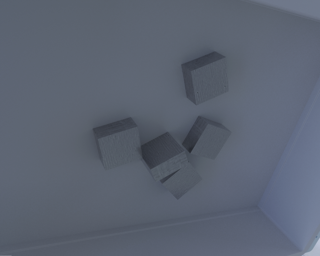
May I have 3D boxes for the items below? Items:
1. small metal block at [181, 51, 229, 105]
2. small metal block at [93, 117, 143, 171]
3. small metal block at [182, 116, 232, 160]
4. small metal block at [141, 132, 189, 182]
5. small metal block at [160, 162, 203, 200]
[{"bbox_3d":[0.059,-0.064,0.401,0.050,0.025,0.050,-24,127,-14],"label":"small metal block"},{"bbox_3d":[-0.053,0.020,0.392,0.050,0.025,0.050,-18,126,-18],"label":"small metal block"},{"bbox_3d":[0.069,0.015,0.455,0.050,0.025,0.050,18,109,-35],"label":"small metal block"},{"bbox_3d":[0.003,0.038,0.417,0.050,0.050,0.025,-28,128,-11],"label":"small metal block"},{"bbox_3d":[0.029,0.074,0.470,0.050,0.025,0.050,-39,129,-2],"label":"small metal block"}]
